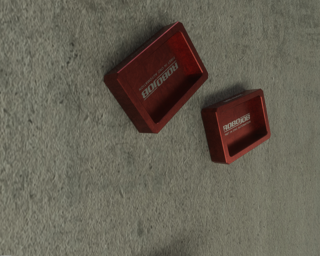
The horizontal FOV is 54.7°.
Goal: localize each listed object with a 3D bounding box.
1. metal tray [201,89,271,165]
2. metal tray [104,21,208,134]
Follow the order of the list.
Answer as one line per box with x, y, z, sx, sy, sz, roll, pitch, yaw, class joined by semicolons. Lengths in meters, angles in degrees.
0.129;-0.006;0.508;0.131;0.030;0.089;-23;105;-38;metal tray
0.001;-0.066;0.401;0.131;0.030;0.090;-48;118;-29;metal tray
